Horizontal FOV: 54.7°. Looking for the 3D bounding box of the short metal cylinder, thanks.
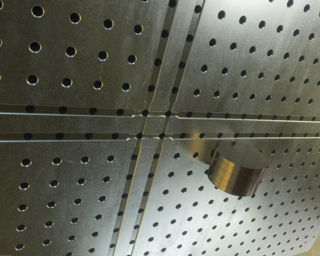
[{"bbox_3d":[0.120,0.061,0.481,0.081,0.080,0.050,-1,119,-28],"label":"short metal cylinder"}]
